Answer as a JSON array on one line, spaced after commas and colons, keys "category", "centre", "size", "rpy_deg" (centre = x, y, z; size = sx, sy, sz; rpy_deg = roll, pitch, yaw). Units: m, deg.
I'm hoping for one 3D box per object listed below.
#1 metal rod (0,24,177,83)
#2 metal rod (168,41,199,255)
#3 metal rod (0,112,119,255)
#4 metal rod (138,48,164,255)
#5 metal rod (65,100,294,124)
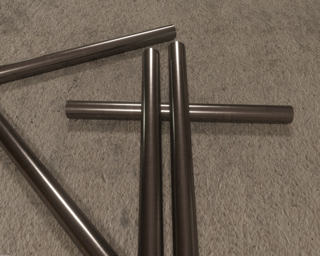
[{"category": "metal rod", "centre": [-0.114, -0.124, 0.505], "size": [0.302, 0.025, 0.025], "rpy_deg": [-19, 53, -16]}, {"category": "metal rod", "centre": [0.025, 0.009, 0.370], "size": [0.025, 0.025, 0.299], "rpy_deg": [0, 57, 0]}, {"category": "metal rod", "centre": [-0.140, 0.055, 0.354], "size": [0.025, 0.025, 0.300], "rpy_deg": [-36, 59, -26]}, {"category": "metal rod", "centre": [-0.011, 0.020, 0.363], "size": [0.025, 0.025, 0.299], "rpy_deg": [0, 57, -1]}, {"category": "metal rod", "centre": [0.026, -0.022, 0.421], "size": [0.302, 0.025, 0.025], "rpy_deg": [1, 50, 0]}]
